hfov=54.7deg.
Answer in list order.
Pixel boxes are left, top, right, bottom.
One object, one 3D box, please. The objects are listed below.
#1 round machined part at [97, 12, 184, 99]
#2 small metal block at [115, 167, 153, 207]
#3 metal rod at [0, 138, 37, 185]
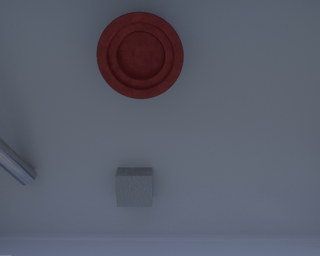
[{"bbox_3d":[-0.023,-0.087,0.370,0.099,0.042,0.097,0,110,-1],"label":"round machined part"},{"bbox_3d":[-0.036,0.084,0.442,0.050,0.025,0.050,0,110,-1],"label":"small metal block"},{"bbox_3d":[-0.233,-0.028,0.335,0.025,0.025,0.299,-20,133,7],"label":"metal rod"}]
